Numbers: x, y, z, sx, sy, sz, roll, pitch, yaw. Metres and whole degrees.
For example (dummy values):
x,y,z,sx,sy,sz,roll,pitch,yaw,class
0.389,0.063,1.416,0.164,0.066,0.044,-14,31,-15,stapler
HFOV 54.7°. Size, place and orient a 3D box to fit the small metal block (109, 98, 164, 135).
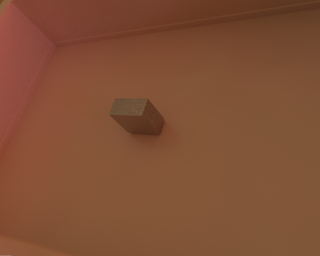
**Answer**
x,y,z,sx,sy,sz,roll,pitch,yaw,class
-0.030,-0.015,0.409,0.050,0.050,0.025,3,63,29,small metal block
